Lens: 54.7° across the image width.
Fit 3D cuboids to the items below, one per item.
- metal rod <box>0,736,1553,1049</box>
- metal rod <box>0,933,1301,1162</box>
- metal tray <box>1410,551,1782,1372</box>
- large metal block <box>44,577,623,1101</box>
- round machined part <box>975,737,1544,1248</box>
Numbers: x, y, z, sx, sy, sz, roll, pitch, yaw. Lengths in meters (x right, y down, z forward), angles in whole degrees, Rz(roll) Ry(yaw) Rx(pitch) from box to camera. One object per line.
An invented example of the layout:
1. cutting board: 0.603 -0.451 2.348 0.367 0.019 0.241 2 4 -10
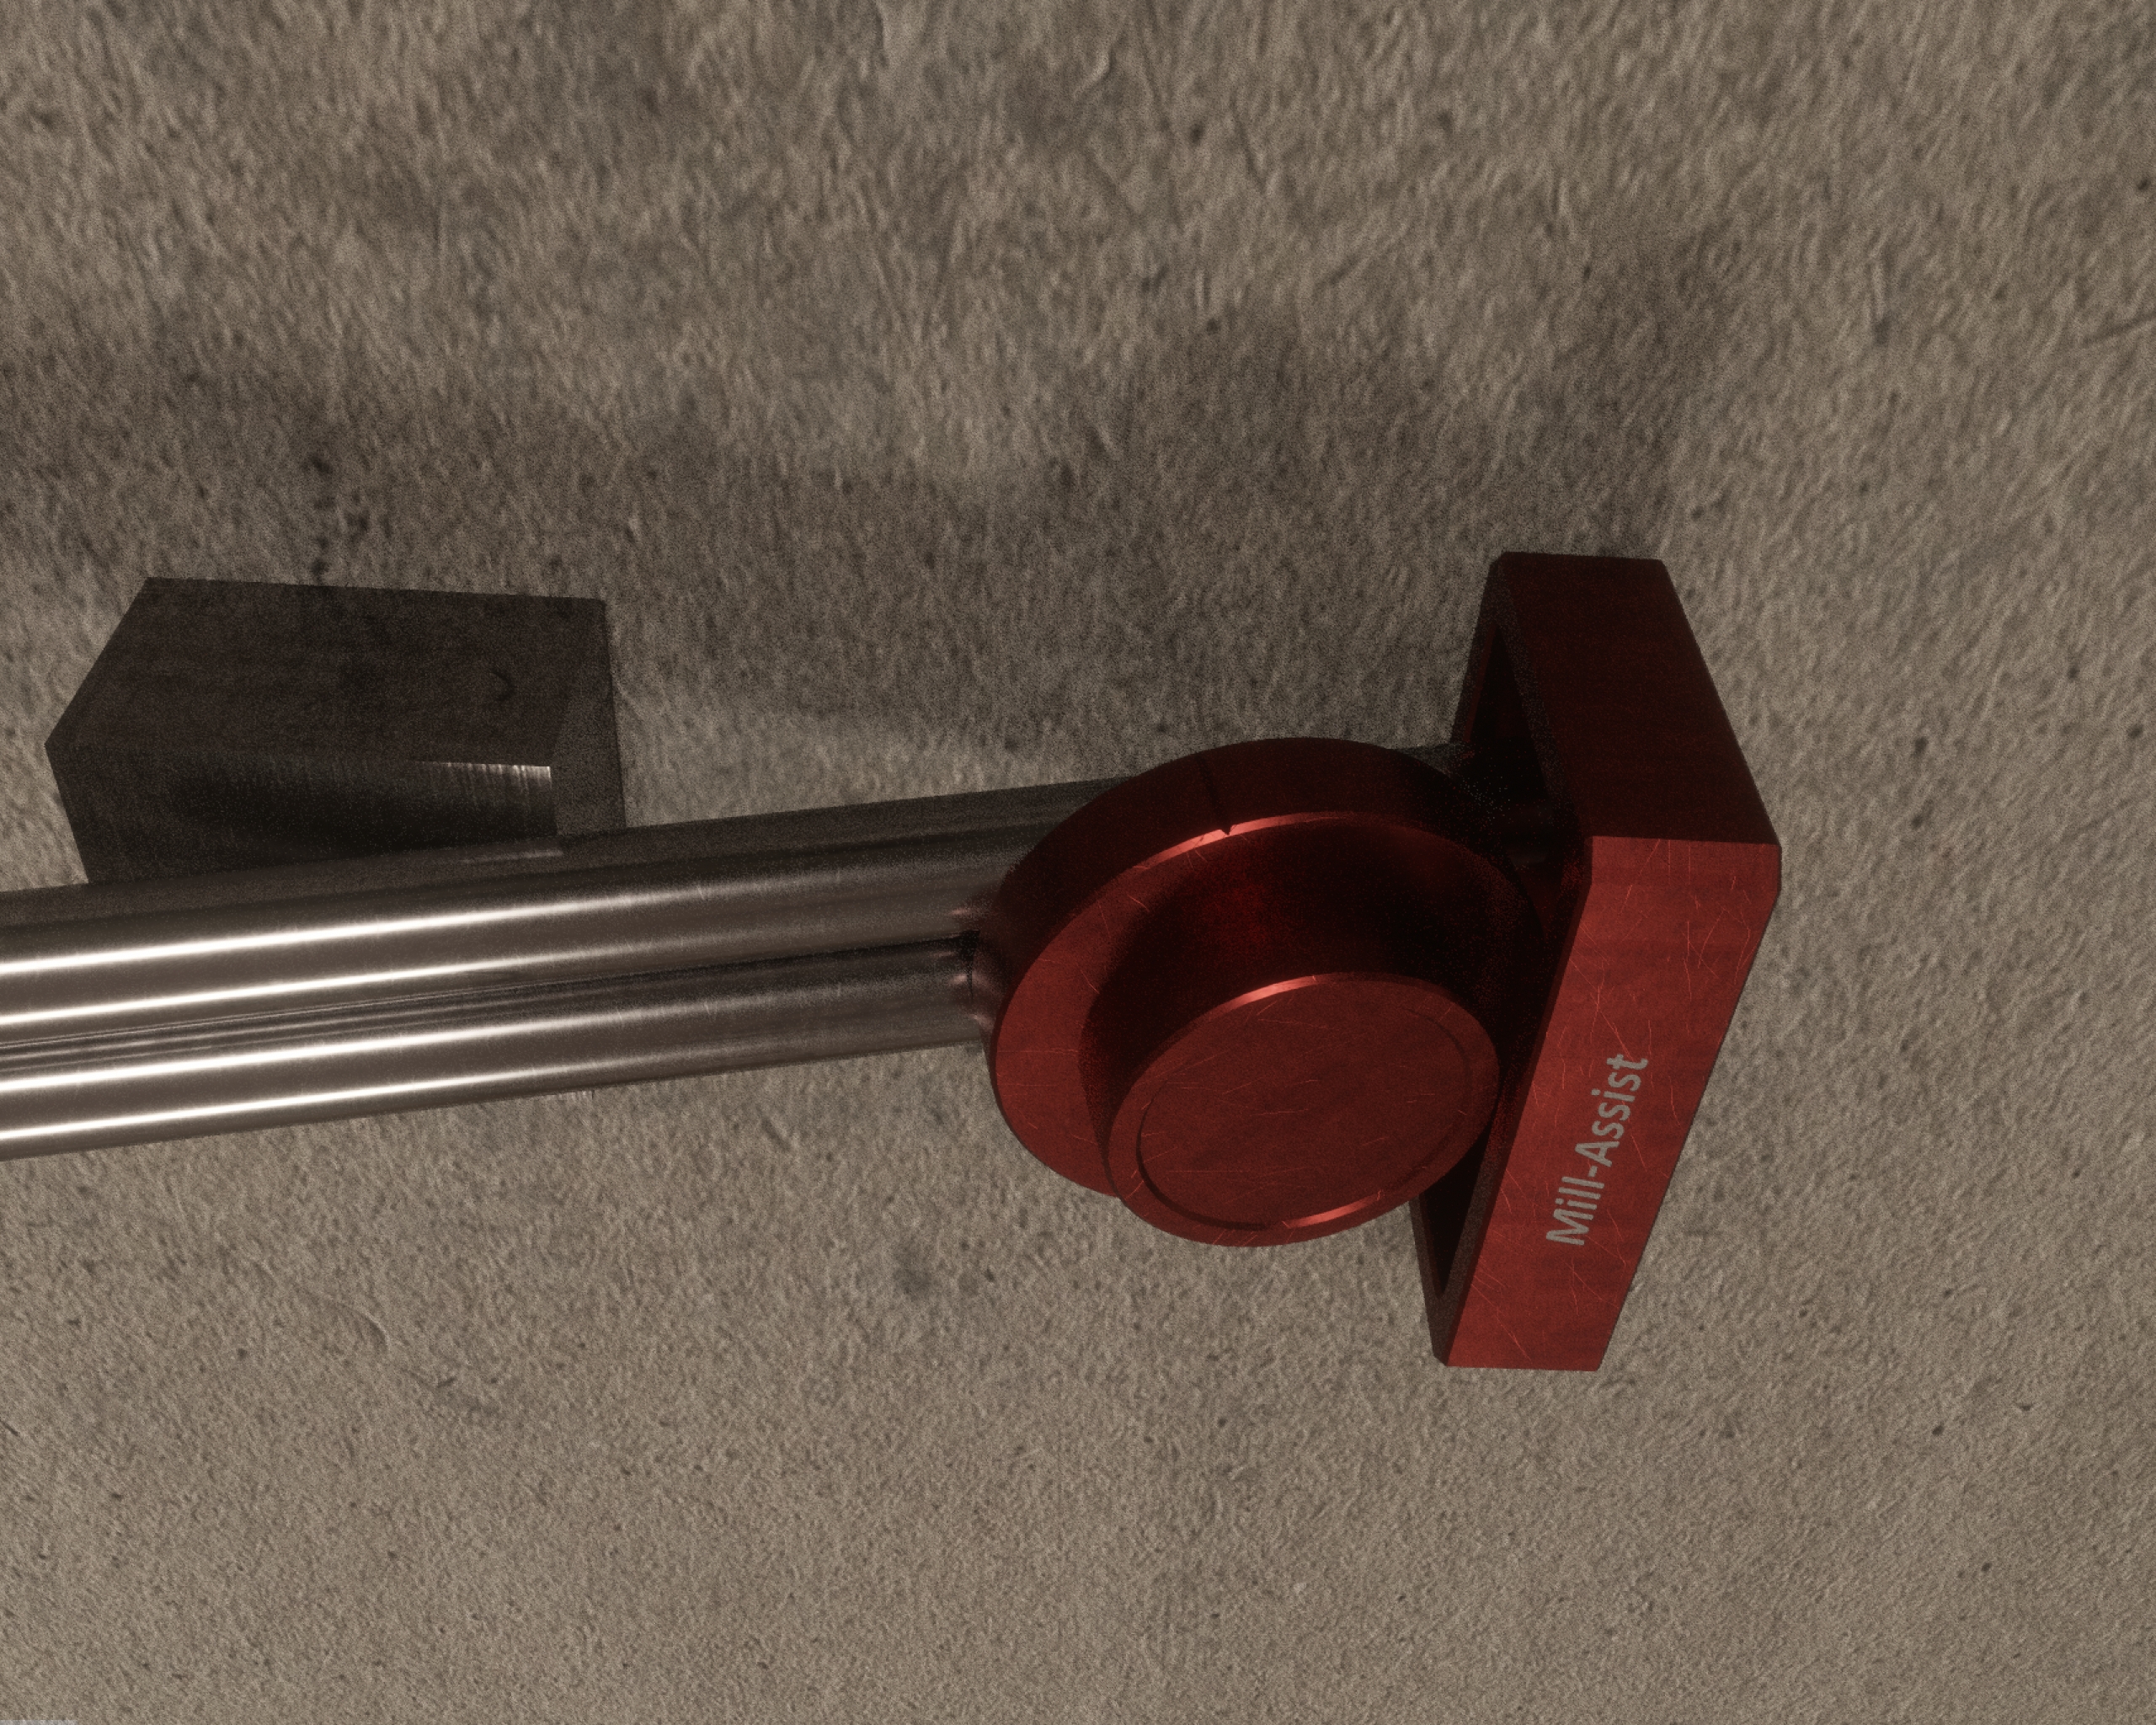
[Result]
1. metal rod: -0.065 0.005 0.353 0.302 0.025 0.025 -6 131 -12
2. metal rod: -0.067 0.026 0.371 0.302 0.025 0.025 -6 131 -12
3. metal tray: 0.086 0.020 0.384 0.030 0.090 0.129 3 130 -3
4. large metal block: -0.129 -0.003 0.383 0.081 0.050 0.079 2 130 -3
5. round machined part: 0.034 0.029 0.359 0.099 0.042 0.097 -8 133 -8
